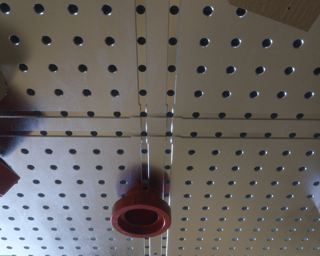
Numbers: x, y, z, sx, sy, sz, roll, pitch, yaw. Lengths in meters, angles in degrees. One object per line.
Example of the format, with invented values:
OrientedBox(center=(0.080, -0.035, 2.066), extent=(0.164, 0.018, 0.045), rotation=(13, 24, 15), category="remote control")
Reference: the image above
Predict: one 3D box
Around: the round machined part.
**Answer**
OrientedBox(center=(-0.031, 0.140, 0.519), extent=(0.099, 0.042, 0.097), rotation=(0, 130, 0), category="round machined part")

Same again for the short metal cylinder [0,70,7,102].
OrientedBox(center=(-0.218, -0.044, 0.336), extent=(0.050, 0.080, 0.080), rotation=(-37, 121, 26), category="short metal cylinder")

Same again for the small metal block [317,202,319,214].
OrientedBox(center=(0.305, 0.131, 0.526), extent=(0.050, 0.025, 0.050), rotation=(1, 130, -1), category="small metal block")

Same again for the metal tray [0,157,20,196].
OrientedBox(center=(-0.247, 0.025, 0.391), extent=(0.090, 0.030, 0.130), rotation=(16, 150, 49), category="metal tray")

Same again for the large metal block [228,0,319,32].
OrientedBox(center=(0.112, -0.144, 0.274), extent=(0.081, 0.050, 0.079), rotation=(14, 129, -12), category="large metal block")
